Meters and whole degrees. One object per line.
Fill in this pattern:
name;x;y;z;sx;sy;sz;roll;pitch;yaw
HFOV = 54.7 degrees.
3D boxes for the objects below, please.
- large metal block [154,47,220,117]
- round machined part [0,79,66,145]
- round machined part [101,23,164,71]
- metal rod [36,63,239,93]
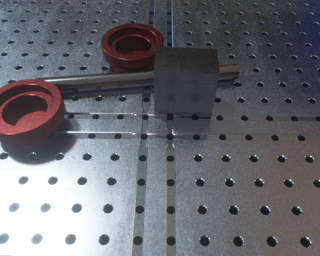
large metal block;0.034;-0.061;0.424;0.080;0.080;0.050;2;50;2
round machined part;-0.175;-0.017;0.409;0.099;0.042;0.098;0;50;0
round machined part;-0.043;-0.124;0.500;0.099;0.042;0.098;0;50;0
metal rod;-0.031;-0.075;0.470;0.302;0.025;0.025;-5;50;-5
